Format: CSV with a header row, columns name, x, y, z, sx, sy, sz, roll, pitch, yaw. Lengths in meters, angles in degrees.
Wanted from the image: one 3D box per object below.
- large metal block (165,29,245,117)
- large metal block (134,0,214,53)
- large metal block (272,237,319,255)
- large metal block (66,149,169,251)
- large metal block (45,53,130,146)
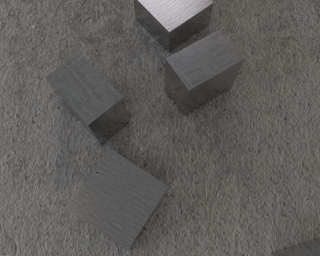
name,x,y,z,sx,sy,sz,roll,pitch,yaw
large metal block,0.054,-0.069,0.404,0.080,0.080,0.050,-30,73,-10
large metal block,0.019,-0.173,0.458,0.080,0.050,0.080,-37,74,-13
large metal block,0.183,0.165,0.335,0.081,0.050,0.080,-15,71,-6
large metal block,-0.046,0.084,0.364,0.080,0.050,0.080,32,73,11
large metal block,-0.087,-0.033,0.390,0.050,0.080,0.080,-41,75,-13
